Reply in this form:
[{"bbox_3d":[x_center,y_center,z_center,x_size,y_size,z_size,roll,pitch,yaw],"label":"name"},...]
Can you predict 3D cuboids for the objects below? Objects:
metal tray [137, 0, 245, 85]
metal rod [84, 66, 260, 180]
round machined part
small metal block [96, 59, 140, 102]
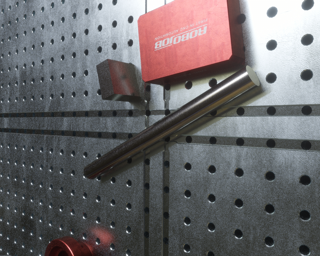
[{"bbox_3d":[0.032,-0.110,0.378,0.130,0.030,0.089,-8,85,39],"label":"metal tray"},{"bbox_3d":[-0.007,0.008,0.412,0.299,0.025,0.025,-31,71,35],"label":"metal rod"},{"bbox_3d":[-0.148,0.230,0.518,0.098,0.042,0.097,0,90,39],"label":"round machined part"},{"bbox_3d":[-0.059,-0.066,0.439,0.025,0.050,0.050,-19,78,38],"label":"small metal block"}]
